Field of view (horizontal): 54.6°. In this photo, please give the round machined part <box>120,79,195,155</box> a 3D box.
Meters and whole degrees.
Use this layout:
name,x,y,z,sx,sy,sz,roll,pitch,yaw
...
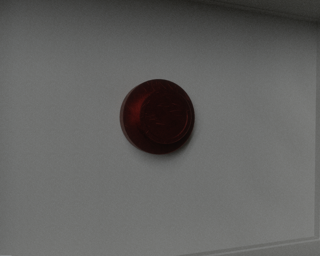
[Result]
name,x,y,z,sx,sy,sz,roll,pitch,yaw
round machined part,0.001,-0.014,0.398,0.099,0.042,0.097,0,90,-20
